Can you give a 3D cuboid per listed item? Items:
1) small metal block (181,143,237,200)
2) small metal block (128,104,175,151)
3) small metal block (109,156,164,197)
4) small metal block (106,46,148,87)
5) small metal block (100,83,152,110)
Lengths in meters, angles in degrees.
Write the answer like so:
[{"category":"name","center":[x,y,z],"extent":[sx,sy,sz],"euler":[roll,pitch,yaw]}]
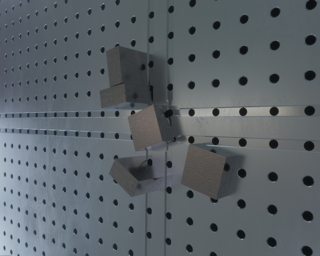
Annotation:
[{"category":"small metal block","center":[0.056,0.049,0.364],"extent":[0.050,0.025,0.050],"euler":[18,102,38]},{"category":"small metal block","center":[-0.013,0.001,0.421],"extent":[0.050,0.025,0.050],"euler":[-23,76,38]},{"category":"small metal block","center":[-0.032,0.064,0.420],"extent":[0.050,0.050,0.025],"euler":[38,113,33]},{"category":"small metal block","center":[-0.045,-0.082,0.431],"extent":[0.025,0.050,0.050],"euler":[-11,83,40]},{"category":"small metal block","center":[-0.047,-0.043,0.434],"extent":[0.050,0.050,0.025],"euler":[-9,85,40]}]
